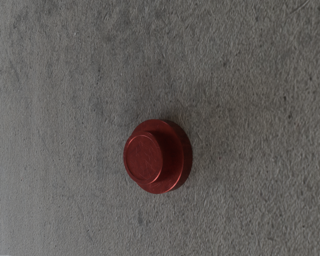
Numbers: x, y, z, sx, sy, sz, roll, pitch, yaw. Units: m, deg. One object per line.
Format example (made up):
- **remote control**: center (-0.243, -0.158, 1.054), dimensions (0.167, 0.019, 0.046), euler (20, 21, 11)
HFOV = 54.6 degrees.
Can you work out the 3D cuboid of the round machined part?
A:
- **round machined part**: center (-0.010, 0.037, 0.403), dimensions (0.098, 0.042, 0.097), euler (0, 90, 40)
